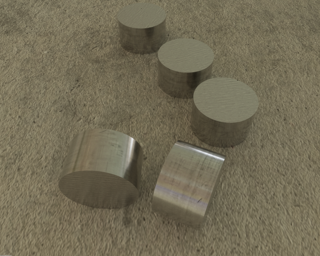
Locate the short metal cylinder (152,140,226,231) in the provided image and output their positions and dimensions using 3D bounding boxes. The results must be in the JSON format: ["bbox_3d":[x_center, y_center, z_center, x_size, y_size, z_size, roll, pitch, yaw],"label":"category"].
[{"bbox_3d":[0.031,0.058,0.319,0.050,0.080,0.080,19,53,15],"label":"short metal cylinder"}]

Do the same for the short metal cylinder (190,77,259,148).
[{"bbox_3d":[0.082,-0.021,0.405,0.080,0.050,0.080,0,50,0],"label":"short metal cylinder"}]

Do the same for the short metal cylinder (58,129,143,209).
[{"bbox_3d":[-0.060,0.045,0.329,0.080,0.080,0.050,3,50,2],"label":"short metal cylinder"}]

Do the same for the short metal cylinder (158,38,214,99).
[{"bbox_3d":[0.037,-0.089,0.462,0.080,0.050,0.080,0,50,0],"label":"short metal cylinder"}]

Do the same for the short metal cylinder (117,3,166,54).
[{"bbox_3d":[-0.030,-0.171,0.530,0.080,0.050,0.080,0,50,0],"label":"short metal cylinder"}]
